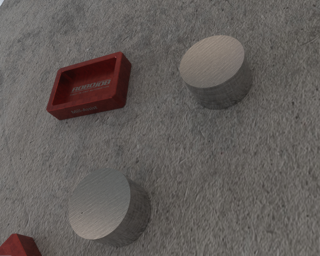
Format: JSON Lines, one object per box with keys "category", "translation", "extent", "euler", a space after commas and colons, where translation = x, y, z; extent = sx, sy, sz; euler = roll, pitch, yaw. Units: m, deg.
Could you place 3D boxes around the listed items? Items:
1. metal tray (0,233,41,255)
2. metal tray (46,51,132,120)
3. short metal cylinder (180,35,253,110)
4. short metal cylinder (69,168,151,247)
{"category": "metal tray", "translation": [-0.171, 0.203, 0.366], "extent": [0.090, 0.030, 0.130], "euler": [-48, 51, -6]}
{"category": "metal tray", "translation": [-0.115, -0.067, 0.501], "extent": [0.130, 0.030, 0.090], "euler": [-9, 58, 23]}
{"category": "short metal cylinder", "translation": [0.072, -0.070, 0.393], "extent": [0.080, 0.050, 0.080], "euler": [-13, 56, 21]}
{"category": "short metal cylinder", "translation": [-0.057, 0.093, 0.361], "extent": [0.080, 0.050, 0.080], "euler": [-13, 56, 21]}
